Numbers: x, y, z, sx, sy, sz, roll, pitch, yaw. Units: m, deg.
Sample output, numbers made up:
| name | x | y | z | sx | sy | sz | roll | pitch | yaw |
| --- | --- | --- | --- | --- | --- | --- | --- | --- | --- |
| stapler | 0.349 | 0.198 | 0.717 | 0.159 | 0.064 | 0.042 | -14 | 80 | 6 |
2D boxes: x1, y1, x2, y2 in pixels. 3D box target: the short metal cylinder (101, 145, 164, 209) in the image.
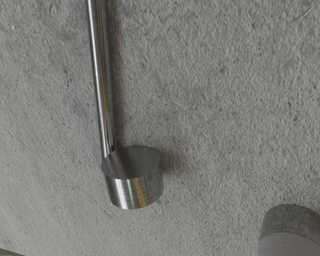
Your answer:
| name | x | y | z | sx | sy | sz | roll | pitch | yaw |
| --- | --- | --- | --- | --- | --- | --- | --- | --- | --- |
| short metal cylinder | -0.037 | 0.066 | 0.432 | 0.080 | 0.080 | 0.050 | 7 | 121 | 24 |

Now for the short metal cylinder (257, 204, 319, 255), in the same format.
| name | x | y | z | sx | sy | sz | roll | pitch | yaw |
| --- | --- | --- | --- | --- | --- | --- | --- | --- | --- |
| short metal cylinder | 0.168 | 0.144 | 0.391 | 0.080 | 0.050 | 0.079 | 13 | 124 | 21 |

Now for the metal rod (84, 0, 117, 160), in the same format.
| name | x | y | z | sx | sy | sz | roll | pitch | yaw |
| --- | --- | --- | --- | --- | --- | --- | --- | --- | --- |
| metal rod | -0.075 | -0.063 | 0.407 | 0.025 | 0.025 | 0.298 | 14 | 124 | 20 |
